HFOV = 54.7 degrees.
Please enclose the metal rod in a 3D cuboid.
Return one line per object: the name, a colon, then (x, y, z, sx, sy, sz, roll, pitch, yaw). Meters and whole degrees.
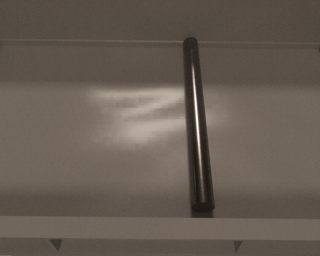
metal rod: (0.049, -0.029, 0.430, 0.025, 0.025, 0.300, 1, 50, 0)
